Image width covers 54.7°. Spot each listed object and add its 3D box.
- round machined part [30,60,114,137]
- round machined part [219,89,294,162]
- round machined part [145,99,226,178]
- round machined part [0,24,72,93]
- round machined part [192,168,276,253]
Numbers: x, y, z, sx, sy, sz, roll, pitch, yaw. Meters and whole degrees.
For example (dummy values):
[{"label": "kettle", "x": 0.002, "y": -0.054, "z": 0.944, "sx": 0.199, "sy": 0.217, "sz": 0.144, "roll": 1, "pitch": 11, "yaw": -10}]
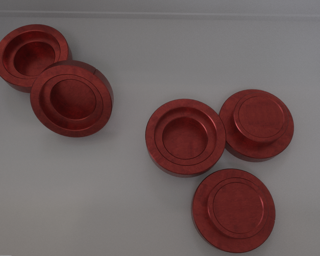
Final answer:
[{"label": "round machined part", "x": -0.108, "y": -0.040, "z": 0.395, "sx": 0.099, "sy": 0.097, "sz": 0.042, "roll": -2, "pitch": 30, "yaw": -1}, {"label": "round machined part", "x": 0.126, "y": -0.008, "z": 0.404, "sx": 0.099, "sy": 0.042, "sz": 0.098, "roll": 0, "pitch": 70, "yaw": 0}, {"label": "round machined part", "x": 0.031, "y": 0.015, "z": 0.395, "sx": 0.099, "sy": 0.042, "sz": 0.098, "roll": 0, "pitch": 70, "yaw": 0}, {"label": "round machined part", "x": -0.172, "y": -0.092, "z": 0.433, "sx": 0.099, "sy": 0.042, "sz": 0.098, "roll": 0, "pitch": 70, "yaw": 0}, {"label": "round machined part", "x": 0.088, "y": 0.096, "z": 0.366, "sx": 0.099, "sy": 0.042, "sz": 0.098, "roll": 0, "pitch": 70, "yaw": 0}]
